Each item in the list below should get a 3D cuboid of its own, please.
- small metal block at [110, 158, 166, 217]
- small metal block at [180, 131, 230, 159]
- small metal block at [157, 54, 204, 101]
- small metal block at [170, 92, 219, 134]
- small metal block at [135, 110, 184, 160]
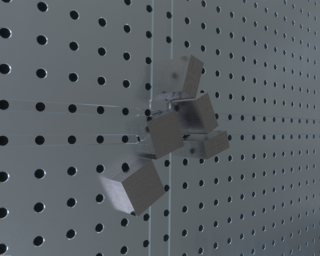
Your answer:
[{"bbox_3d":[-0.026,0.073,0.386,0.050,0.025,0.050,-34,111,-35],"label":"small metal block"},{"bbox_3d":[0.062,0.023,0.444,0.050,0.050,0.025,-21,103,-38],"label":"small metal block"},{"bbox_3d":[0.027,-0.066,0.414,0.025,0.050,0.050,23,76,-38],"label":"small metal block"},{"bbox_3d":[0.048,-0.020,0.431,0.025,0.050,0.050,-34,111,-35],"label":"small metal block"},{"bbox_3d":[0.000,0.008,0.408,0.050,0.025,0.050,-23,105,-37],"label":"small metal block"}]
